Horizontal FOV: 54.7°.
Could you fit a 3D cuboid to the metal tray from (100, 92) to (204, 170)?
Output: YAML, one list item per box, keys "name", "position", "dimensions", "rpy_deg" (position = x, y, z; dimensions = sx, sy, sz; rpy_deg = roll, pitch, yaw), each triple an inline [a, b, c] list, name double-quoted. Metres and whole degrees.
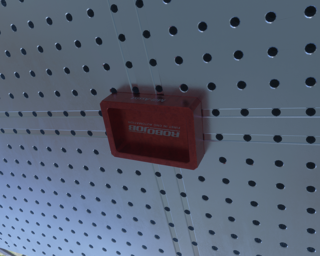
- name: "metal tray"
  position: [-0.010, 0.003, 0.413]
  dimensions: [0.130, 0.030, 0.089]
  rpy_deg: [6, 121, 24]
